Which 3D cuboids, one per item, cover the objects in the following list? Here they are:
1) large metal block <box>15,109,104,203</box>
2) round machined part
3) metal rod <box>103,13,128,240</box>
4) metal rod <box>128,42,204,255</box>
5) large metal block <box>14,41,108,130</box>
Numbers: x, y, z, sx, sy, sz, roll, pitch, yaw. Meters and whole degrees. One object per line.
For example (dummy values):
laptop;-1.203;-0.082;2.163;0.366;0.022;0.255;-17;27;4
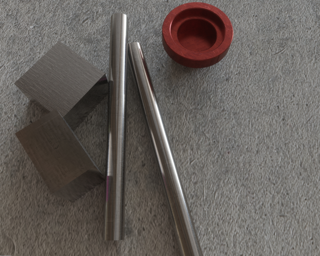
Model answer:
large metal block;-0.112;0.036;0.364;0.050;0.080;0.080;-34;74;-12
round machined part;0.052;-0.128;0.447;0.099;0.042;0.098;0;70;-1
metal rod;-0.056;-0.014;0.402;0.025;0.025;0.299;-1;74;-1
metal rod;0.000;0.019;0.401;0.025;0.025;0.299;-14;71;-5
large metal block;-0.126;-0.054;0.413;0.080;0.050;0.080;36;74;12
